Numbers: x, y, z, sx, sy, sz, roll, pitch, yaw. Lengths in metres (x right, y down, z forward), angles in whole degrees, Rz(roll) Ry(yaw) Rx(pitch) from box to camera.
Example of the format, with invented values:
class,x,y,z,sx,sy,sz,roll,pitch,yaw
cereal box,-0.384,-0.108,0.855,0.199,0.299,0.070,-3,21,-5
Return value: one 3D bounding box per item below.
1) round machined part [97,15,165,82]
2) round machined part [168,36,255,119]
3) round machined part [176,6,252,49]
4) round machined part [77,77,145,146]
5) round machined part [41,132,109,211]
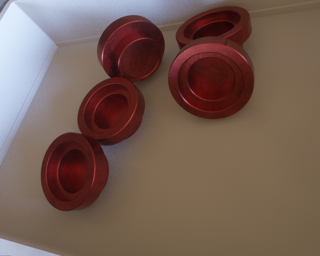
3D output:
class,x,y,z,sx,sy,sz,roll,pitch,yaw
round machined part,-0.036,-0.106,0.442,0.098,0.098,0.042,-39,51,2
round machined part,0.063,-0.063,0.372,0.098,0.098,0.042,-8,31,24
round machined part,0.074,-0.121,0.419,0.098,0.042,0.098,-15,39,13
round machined part,-0.064,-0.020,0.438,0.098,0.042,0.098,-12,60,23
round machined part,-0.106,0.056,0.403,0.098,0.042,0.098,-7,77,32
